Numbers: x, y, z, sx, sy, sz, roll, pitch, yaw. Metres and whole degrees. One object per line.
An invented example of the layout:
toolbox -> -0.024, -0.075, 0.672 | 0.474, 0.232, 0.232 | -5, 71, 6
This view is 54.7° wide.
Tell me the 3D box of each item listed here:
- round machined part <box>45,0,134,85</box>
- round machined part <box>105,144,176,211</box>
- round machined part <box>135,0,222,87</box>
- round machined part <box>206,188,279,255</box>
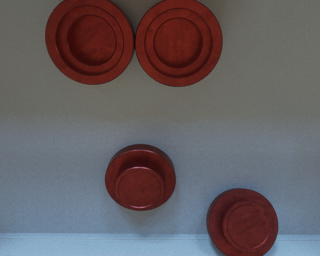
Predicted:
round machined part -> -0.078, -0.103, 0.362 | 0.099, 0.042, 0.097 | 0, 110, 1
round machined part -> -0.027, 0.075, 0.430 | 0.099, 0.042, 0.097 | 0, 110, -1
round machined part -> 0.021, -0.101, 0.365 | 0.099, 0.042, 0.097 | 0, 110, -1
round machined part -> 0.117, 0.134, 0.431 | 0.099, 0.042, 0.097 | 0, 80, -2
